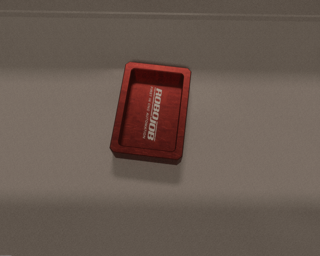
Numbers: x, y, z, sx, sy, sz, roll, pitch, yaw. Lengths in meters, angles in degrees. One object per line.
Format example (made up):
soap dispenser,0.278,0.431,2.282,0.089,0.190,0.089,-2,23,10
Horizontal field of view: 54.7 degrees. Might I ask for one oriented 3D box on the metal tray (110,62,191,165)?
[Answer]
metal tray,-0.010,-0.021,0.414,0.091,0.030,0.130,7,70,2
